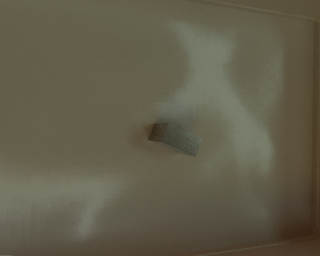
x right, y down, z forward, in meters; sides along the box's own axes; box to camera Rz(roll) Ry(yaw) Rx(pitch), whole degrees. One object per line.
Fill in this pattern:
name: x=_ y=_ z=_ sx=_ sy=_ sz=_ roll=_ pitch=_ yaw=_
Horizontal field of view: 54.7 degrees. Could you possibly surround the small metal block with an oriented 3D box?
small metal block: x=0.019 y=0.015 z=0.405 sx=0.050 sy=0.050 sz=0.025 roll=24 pitch=82 yaw=-19
